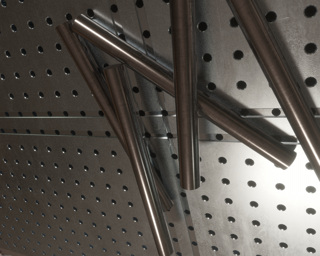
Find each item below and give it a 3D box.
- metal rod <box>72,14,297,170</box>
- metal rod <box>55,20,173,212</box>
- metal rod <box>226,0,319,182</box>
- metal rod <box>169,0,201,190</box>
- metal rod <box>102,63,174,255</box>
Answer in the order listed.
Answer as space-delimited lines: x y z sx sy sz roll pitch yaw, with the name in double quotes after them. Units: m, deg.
0.025 -0.046 0.368 0.301 0.025 0.025 34 129 5 "metal rod"
-0.056 -0.005 0.435 0.025 0.025 0.299 -15 111 34 "metal rod"
0.118 -0.058 0.312 0.025 0.025 0.299 -23 107 36 "metal rod"
0.026 -0.069 0.328 0.025 0.025 0.298 6 113 25 "metal rod"
-0.024 0.060 0.428 0.025 0.025 0.298 -1 116 28 "metal rod"
